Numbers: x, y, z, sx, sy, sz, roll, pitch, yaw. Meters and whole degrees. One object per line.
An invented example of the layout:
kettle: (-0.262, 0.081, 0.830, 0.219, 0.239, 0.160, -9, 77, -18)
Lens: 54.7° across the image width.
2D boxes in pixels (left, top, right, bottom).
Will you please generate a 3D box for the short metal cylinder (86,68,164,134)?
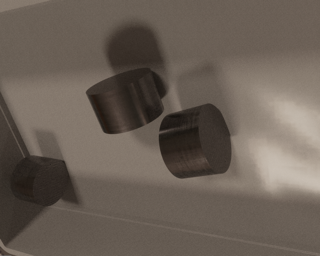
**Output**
short metal cylinder: (-0.041, -0.034, 0.372, 0.080, 0.080, 0.050, -6, 116, 30)

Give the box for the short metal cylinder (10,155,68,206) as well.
short metal cylinder: (-0.206, 0.090, 0.535, 0.050, 0.080, 0.079, 6, 121, 25)

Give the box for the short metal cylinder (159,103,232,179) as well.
short metal cylinder: (0.043, 0.016, 0.360, 0.050, 0.080, 0.080, -14, 111, 33)
